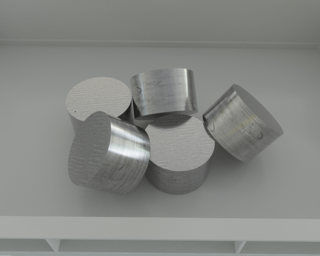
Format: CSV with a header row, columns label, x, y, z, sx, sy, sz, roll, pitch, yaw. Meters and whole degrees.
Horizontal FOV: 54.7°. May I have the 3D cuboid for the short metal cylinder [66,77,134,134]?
label,x,y,z,sx,sy,sz,roll,pitch,yaw
short metal cylinder,-0.076,-0.021,0.402,0.081,0.050,0.080,0,50,0

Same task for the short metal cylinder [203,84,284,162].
label,x,y,z,sx,sy,sz,roll,pitch,yaw
short metal cylinder,0.097,-0.006,0.367,0.080,0.050,0.080,35,26,-19

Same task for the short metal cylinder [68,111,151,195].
label,x,y,z,sx,sy,sz,roll,pitch,yaw
short metal cylinder,-0.056,0.028,0.335,0.050,0.080,0.080,24,37,-38

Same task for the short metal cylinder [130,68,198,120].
label,x,y,z,sx,sy,sz,roll,pitch,yaw
short metal cylinder,0.005,-0.040,0.391,0.081,0.080,0.050,-6,86,-6

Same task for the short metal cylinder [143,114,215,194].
label,x,y,z,sx,sy,sz,roll,pitch,yaw
short metal cylinder,0.020,0.030,0.362,0.081,0.050,0.080,0,50,0
